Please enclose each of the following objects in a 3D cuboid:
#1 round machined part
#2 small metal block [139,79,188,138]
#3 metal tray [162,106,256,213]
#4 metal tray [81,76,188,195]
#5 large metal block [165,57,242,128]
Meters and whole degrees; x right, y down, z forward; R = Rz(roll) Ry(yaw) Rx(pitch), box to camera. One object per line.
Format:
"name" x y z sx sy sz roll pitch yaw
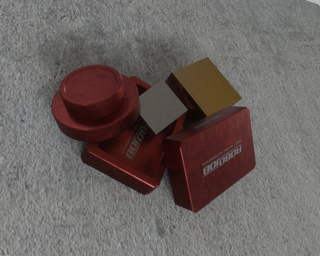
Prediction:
"round machined part" -0.073 -0.035 0.349 0.099 0.042 0.098 -2 48 3
"small metal block" -0.002 -0.024 0.390 0.050 0.025 0.050 -38 85 -11
"metal tray" 0.067 0.034 0.388 0.131 0.030 0.089 -25 112 -36
"metal tray" -0.026 0.005 0.384 0.090 0.030 0.130 31 52 -9
"large metal block" 0.057 -0.047 0.449 0.081 0.050 0.080 -30 79 -38
